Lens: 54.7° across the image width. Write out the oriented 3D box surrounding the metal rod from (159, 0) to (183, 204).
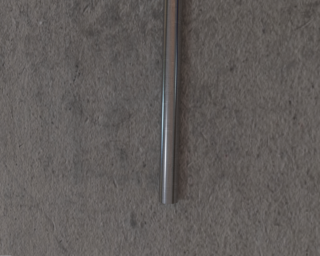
[{"bbox_3d":[0.014,-0.053,0.403,0.025,0.025,0.298,2,90,19],"label":"metal rod"}]
